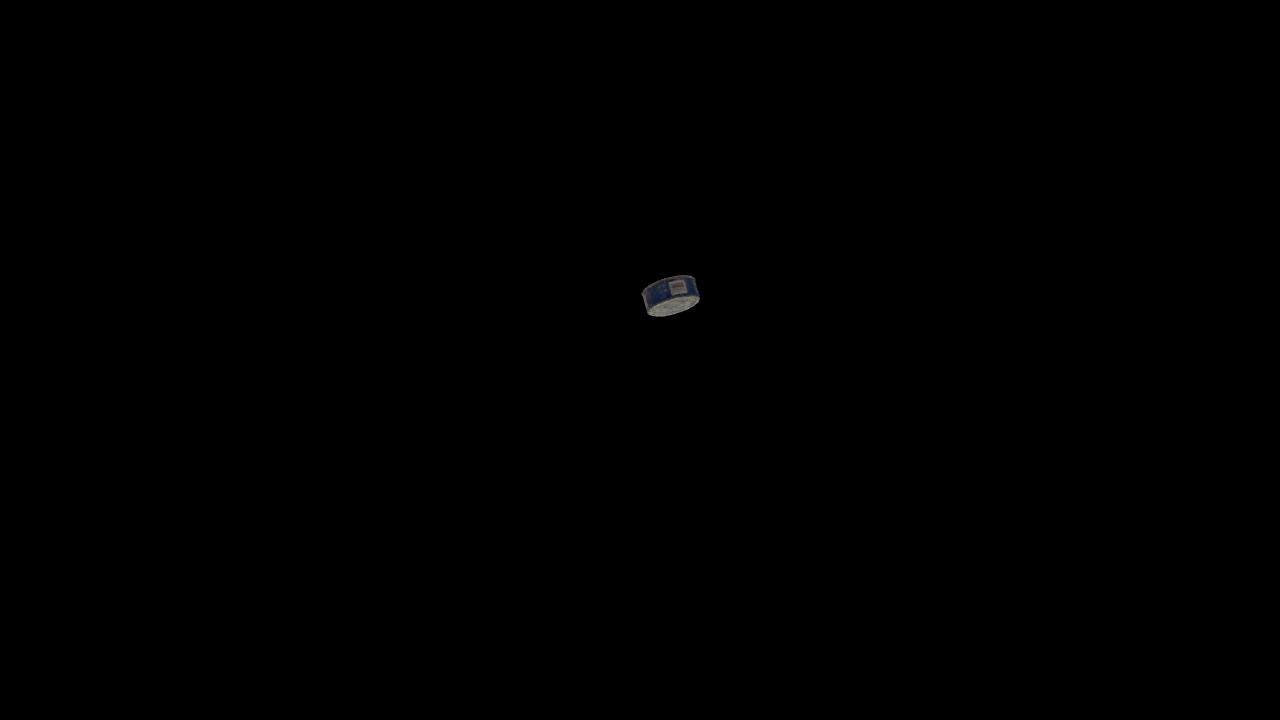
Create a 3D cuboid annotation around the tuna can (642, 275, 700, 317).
[{"bbox_3d":[0.047,-0.095,0.921,0.084,0.034,0.084,-14,-13,-3],"label":"tuna can"}]
